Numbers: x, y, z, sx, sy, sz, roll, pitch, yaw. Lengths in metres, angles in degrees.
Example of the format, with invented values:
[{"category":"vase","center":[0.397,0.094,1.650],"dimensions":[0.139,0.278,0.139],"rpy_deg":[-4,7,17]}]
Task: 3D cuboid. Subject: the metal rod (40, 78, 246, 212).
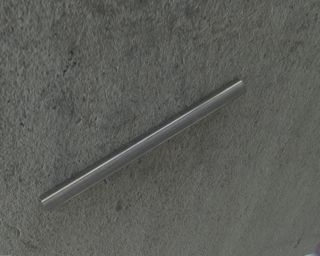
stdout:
[{"category":"metal rod","center":[-0.015,0.018,0.411],"dimensions":[0.301,0.025,0.025],"rpy_deg":[-31,129,-8]}]
